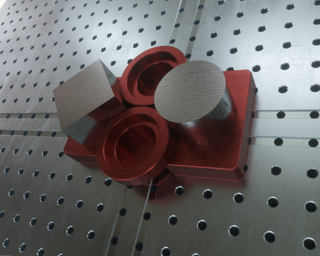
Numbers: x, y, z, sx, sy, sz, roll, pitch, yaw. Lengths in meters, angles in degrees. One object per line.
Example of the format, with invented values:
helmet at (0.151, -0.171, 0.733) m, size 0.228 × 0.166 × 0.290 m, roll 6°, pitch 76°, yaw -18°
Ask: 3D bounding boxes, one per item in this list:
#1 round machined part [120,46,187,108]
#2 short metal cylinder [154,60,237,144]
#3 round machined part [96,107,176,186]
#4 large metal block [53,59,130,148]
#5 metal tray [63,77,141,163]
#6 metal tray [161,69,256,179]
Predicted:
round machined part at (-0.002, -0.061, 0.424) m, size 0.098 × 0.042 × 0.098 m, roll -13°, pitch 56°, yaw 21°
short metal cylinder at (0.041, -0.029, 0.349) m, size 0.080 × 0.050 × 0.080 m, roll -13°, pitch 56°, yaw 21°
round machined part at (-0.026, 0.025, 0.384) m, size 0.098 × 0.042 × 0.098 m, roll -13°, pitch 56°, yaw 21°
large metal block at (-0.092, -0.034, 0.423) m, size 0.080 × 0.050 × 0.080 m, roll -32°, pitch 52°, yaw 7°
metal tray at (-0.077, -0.014, 0.454) m, size 0.090 × 0.030 × 0.130 m, roll 1°, pitch 62°, yaw 27°
metal tray at (0.061, -0.008, 0.375) m, size 0.090 × 0.030 × 0.130 m, roll 1°, pitch 62°, yaw 28°
